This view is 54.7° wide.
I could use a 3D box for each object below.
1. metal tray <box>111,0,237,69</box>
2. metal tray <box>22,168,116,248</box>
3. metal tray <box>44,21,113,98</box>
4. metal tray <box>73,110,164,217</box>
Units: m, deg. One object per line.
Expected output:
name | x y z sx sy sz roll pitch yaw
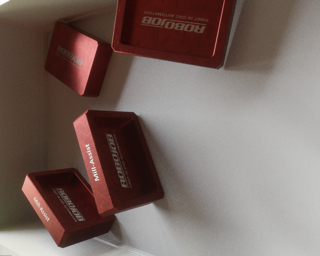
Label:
metal tray | 0.015 -0.123 0.356 0.130 0.030 0.089 13 101 15
metal tray | -0.142 0.117 0.482 0.130 0.091 0.030 40 115 33
metal tray | -0.140 -0.117 0.520 0.130 0.030 0.089 33 110 35
metal tray | -0.053 0.041 0.408 0.030 0.091 0.130 -32 70 36
